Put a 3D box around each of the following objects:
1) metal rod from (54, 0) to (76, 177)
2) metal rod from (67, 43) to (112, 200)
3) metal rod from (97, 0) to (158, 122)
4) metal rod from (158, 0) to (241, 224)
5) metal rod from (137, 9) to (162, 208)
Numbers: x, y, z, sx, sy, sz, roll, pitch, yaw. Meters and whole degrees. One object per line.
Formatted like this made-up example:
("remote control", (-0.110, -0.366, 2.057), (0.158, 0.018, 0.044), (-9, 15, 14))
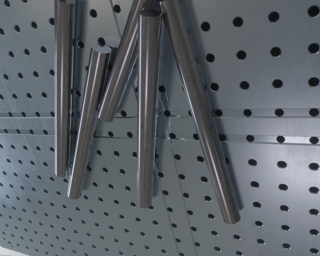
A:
("metal rod", (-0.145, -0.038, 0.464), (0.025, 0.025, 0.298), (24, 127, 13))
("metal rod", (-0.115, 0.011, 0.479), (0.025, 0.025, 0.298), (29, 128, 10))
("metal rod", (-0.024, -0.121, 0.349), (0.025, 0.025, 0.298), (32, 129, 7))
("metal rod", (0.055, -0.004, 0.379), (0.025, 0.025, 0.299), (-5, 116, 31))
("metal rod", (-0.017, 0.000, 0.409), (0.025, 0.025, 0.298), (18, 129, 18))
